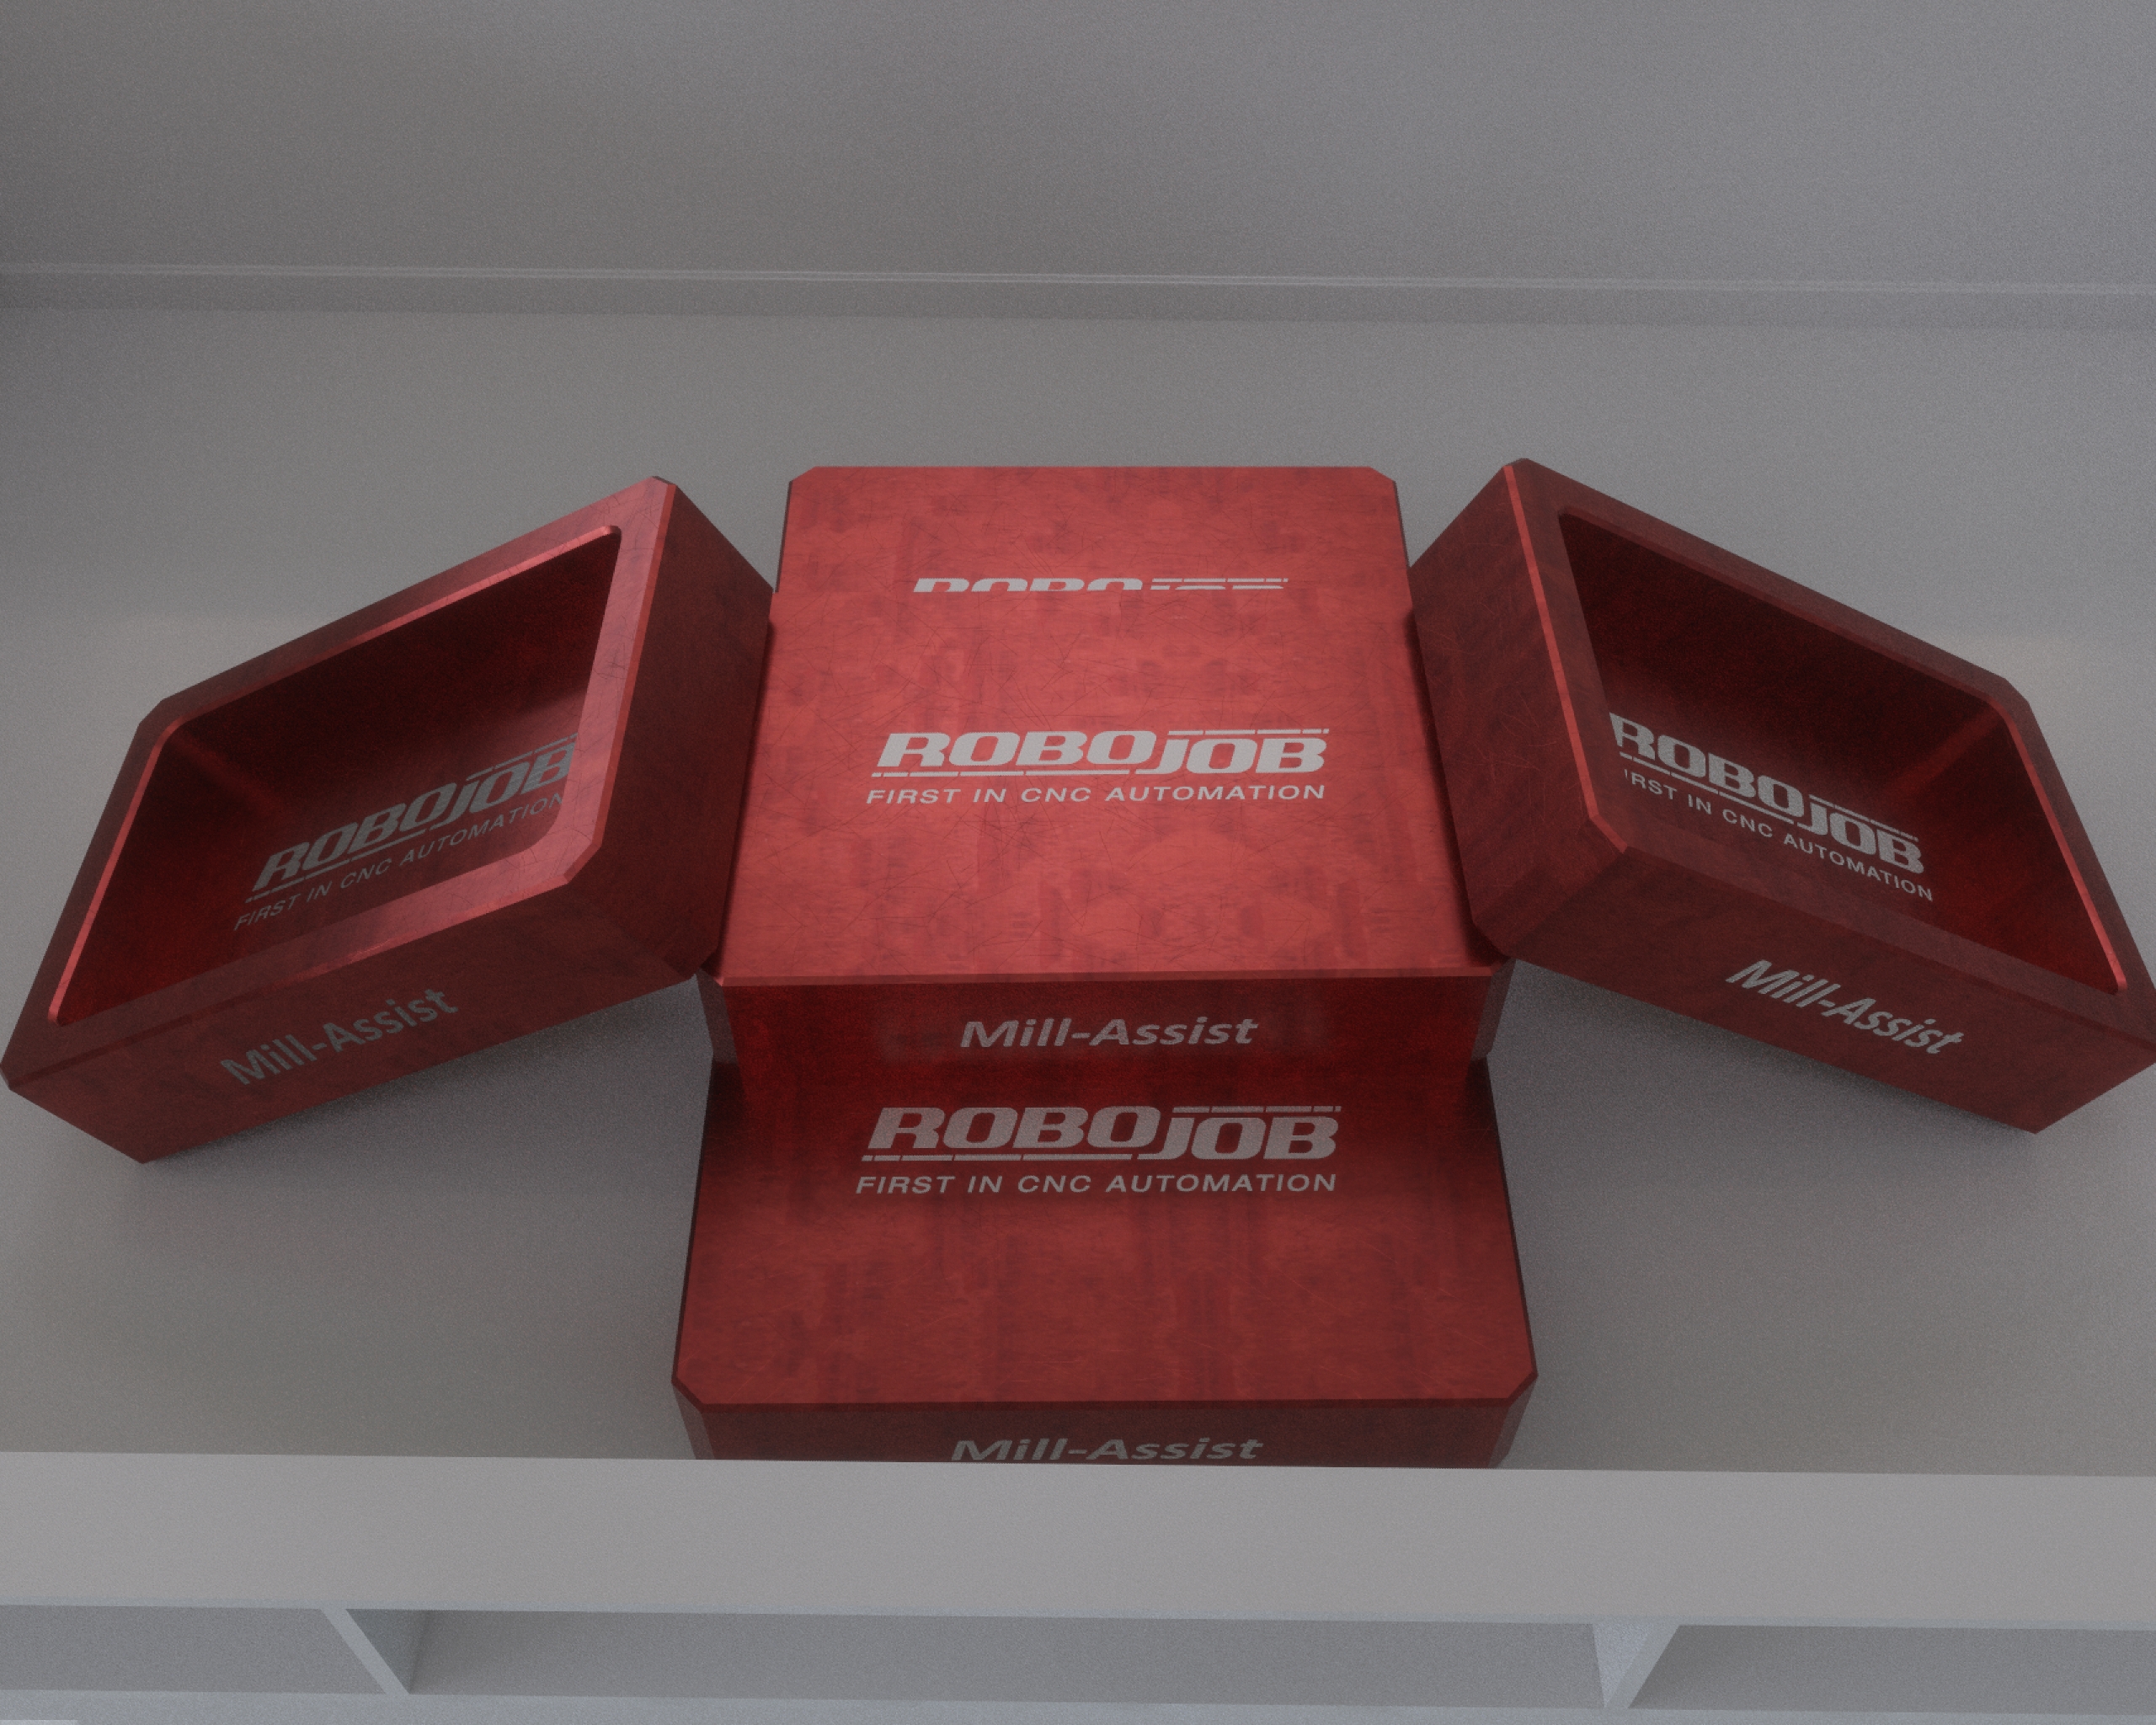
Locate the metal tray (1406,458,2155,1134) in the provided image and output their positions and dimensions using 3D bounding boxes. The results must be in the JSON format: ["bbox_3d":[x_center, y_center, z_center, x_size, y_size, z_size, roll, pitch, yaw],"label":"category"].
[{"bbox_3d":[0.125,-0.011,0.369,0.131,0.030,0.090,18,46,-23],"label":"metal tray"}]

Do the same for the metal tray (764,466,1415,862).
[{"bbox_3d":[0.004,-0.043,0.434,0.131,0.030,0.090,0,50,-1],"label":"metal tray"}]

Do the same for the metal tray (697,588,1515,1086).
[{"bbox_3d":[0.004,-0.007,0.366,0.131,0.030,0.090,-1,50,-1],"label":"metal tray"}]

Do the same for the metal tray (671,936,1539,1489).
[{"bbox_3d":[0.004,0.056,0.351,0.131,0.030,0.090,0,50,-1],"label":"metal tray"}]

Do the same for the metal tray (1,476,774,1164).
[{"bbox_3d":[-0.119,-0.007,0.365,0.130,0.030,0.090,-18,47,23],"label":"metal tray"}]
